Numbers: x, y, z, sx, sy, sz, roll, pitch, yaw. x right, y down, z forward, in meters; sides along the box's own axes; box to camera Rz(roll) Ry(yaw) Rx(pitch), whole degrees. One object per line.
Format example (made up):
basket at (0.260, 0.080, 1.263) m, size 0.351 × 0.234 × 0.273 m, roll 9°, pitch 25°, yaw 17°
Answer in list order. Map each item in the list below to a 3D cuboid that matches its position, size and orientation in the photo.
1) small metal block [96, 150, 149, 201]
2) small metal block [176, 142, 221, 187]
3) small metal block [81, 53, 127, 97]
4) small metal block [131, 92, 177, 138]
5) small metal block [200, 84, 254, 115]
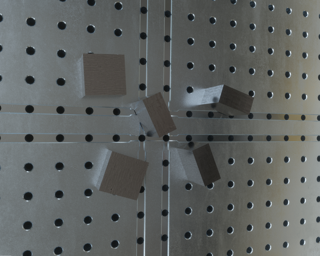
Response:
small metal block at (-0.048, 0.060, 0.396) m, size 0.050 × 0.025 × 0.050 m, roll 20°, pitch 83°, yaw -19°
small metal block at (0.051, 0.047, 0.420) m, size 0.025 × 0.050 × 0.050 m, roll -23°, pitch 98°, yaw -19°
small metal block at (-0.071, -0.065, 0.387) m, size 0.050 × 0.025 × 0.050 m, roll -3°, pitch 91°, yaw -20°
small metal block at (-0.009, -0.016, 0.397) m, size 0.025 × 0.050 × 0.050 m, roll -27°, pitch 99°, yaw -18°
small metal block at (0.094, -0.038, 0.435) m, size 0.050 × 0.050 × 0.025 m, roll 19°, pitch 84°, yaw -20°
